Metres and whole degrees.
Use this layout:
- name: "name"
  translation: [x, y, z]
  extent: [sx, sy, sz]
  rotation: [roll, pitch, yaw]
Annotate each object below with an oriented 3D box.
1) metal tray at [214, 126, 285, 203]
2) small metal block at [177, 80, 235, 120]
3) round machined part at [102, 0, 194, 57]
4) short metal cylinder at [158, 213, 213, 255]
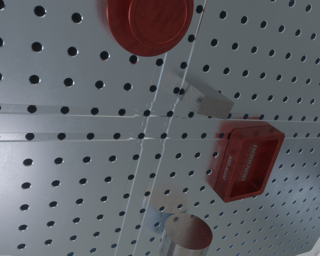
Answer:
- name: "metal tray"
  translation: [0.151, 0.062, 0.529]
  extent: [0.091, 0.030, 0.129]
  rotation: [-5, 121, -26]
- name: "small metal block"
  translation: [0.059, -0.037, 0.405]
  extent: [0.050, 0.050, 0.025]
  rotation: [9, 114, -33]
- name: "round machined part"
  translation: [-0.007, -0.121, 0.322]
  extent: [0.099, 0.042, 0.097]
  rotation: [-14, 124, -21]
- name: "short metal cylinder"
  translation: [0.042, 0.188, 0.515]
  extent: [0.081, 0.080, 0.050]
  rotation: [-1, 119, -28]
